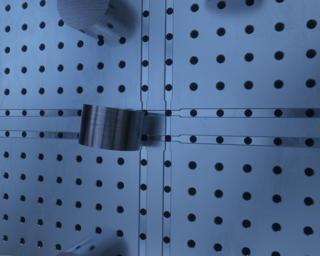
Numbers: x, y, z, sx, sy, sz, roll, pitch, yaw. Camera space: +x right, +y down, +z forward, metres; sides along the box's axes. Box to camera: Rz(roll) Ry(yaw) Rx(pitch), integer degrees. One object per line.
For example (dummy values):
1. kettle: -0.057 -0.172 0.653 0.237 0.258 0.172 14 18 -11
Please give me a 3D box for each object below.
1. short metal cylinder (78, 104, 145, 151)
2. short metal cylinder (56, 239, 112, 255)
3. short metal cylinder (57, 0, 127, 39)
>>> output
1. short metal cylinder: -0.063 -0.002 0.404 0.080 0.080 0.050 9 93 19
2. short metal cylinder: -0.111 0.206 0.437 0.080 0.050 0.079 0 90 19
3. short metal cylinder: -0.094 -0.170 0.431 0.080 0.050 0.079 0 90 19
